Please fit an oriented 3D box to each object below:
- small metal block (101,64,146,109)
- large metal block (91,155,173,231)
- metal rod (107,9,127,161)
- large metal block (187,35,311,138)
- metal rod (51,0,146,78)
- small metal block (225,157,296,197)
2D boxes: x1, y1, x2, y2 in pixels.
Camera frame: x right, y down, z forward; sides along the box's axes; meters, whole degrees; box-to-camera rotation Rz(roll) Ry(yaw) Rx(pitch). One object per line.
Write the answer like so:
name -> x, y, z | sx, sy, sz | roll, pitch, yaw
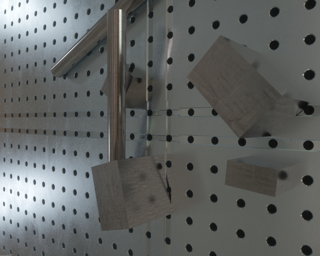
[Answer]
small metal block -> -0.055, -0.063, 0.455 | 0.050, 0.025, 0.050 | 41, 115, 32
large metal block -> -0.035, 0.082, 0.403 | 0.050, 0.081, 0.080 | -19, 78, 38
metal rod -> -0.060, -0.006, 0.432 | 0.025, 0.025, 0.298 | 12, 106, 39
large metal block -> 0.087, -0.037, 0.302 | 0.050, 0.081, 0.080 | -50, 61, 28
metal rod -> -0.081, -0.160, 0.476 | 0.299, 0.025, 0.025 | -28, 72, 36
small metal block -> 0.101, 0.047, 0.310 | 0.050, 0.050, 0.025 | 8, 95, 40
